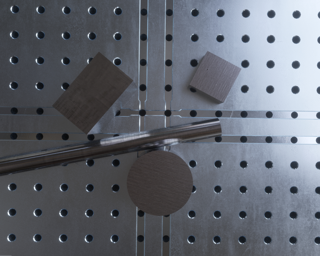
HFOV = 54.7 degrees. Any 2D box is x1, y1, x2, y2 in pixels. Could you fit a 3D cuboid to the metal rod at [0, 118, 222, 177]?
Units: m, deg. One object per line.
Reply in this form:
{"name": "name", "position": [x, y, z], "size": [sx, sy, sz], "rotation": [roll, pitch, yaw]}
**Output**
{"name": "metal rod", "position": [-0.069, 0.026, 0.412], "size": [0.302, 0.025, 0.025], "rotation": [-10, 90, -1]}

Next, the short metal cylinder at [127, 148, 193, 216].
{"name": "short metal cylinder", "position": [0.000, 0.067, 0.401], "size": [0.081, 0.050, 0.079], "rotation": [0, 90, -1]}

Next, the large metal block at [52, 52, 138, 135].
{"name": "large metal block", "position": [-0.075, -0.039, 0.385], "size": [0.050, 0.080, 0.080], "rotation": [41, 90, -1]}

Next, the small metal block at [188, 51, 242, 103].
{"name": "small metal block", "position": [0.072, -0.067, 0.414], "size": [0.050, 0.025, 0.050], "rotation": [28, 90, -1]}
